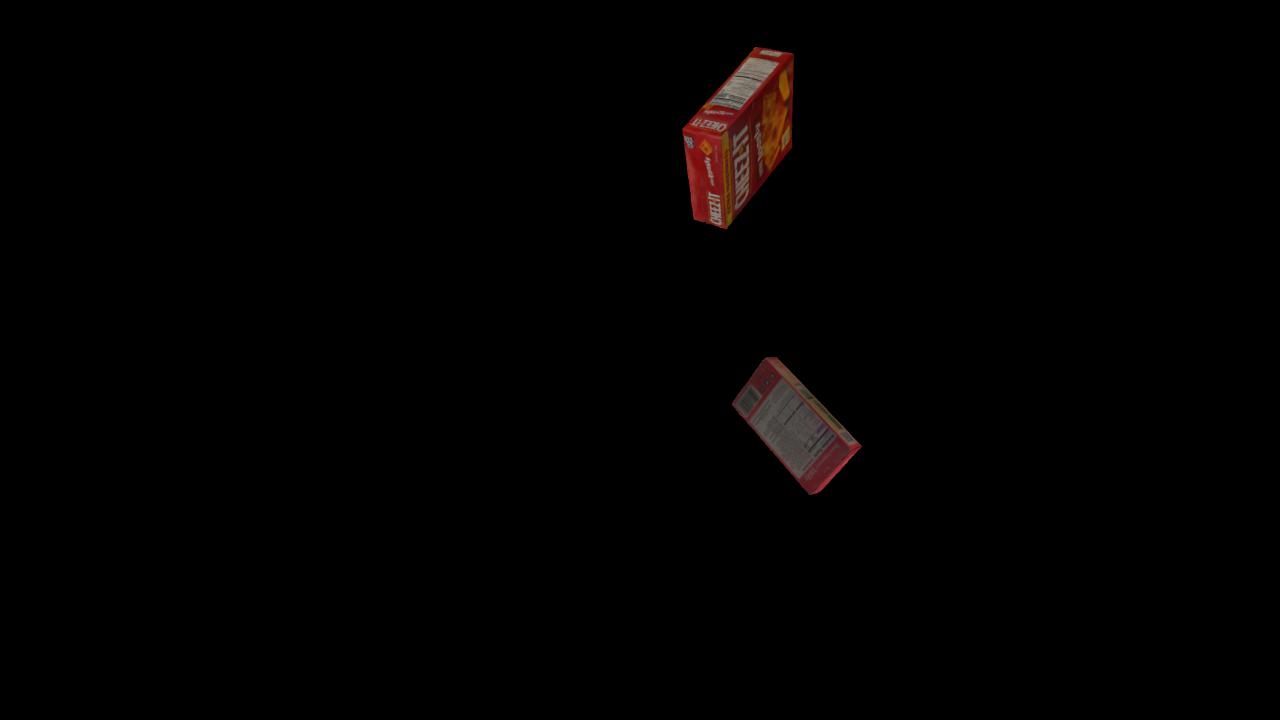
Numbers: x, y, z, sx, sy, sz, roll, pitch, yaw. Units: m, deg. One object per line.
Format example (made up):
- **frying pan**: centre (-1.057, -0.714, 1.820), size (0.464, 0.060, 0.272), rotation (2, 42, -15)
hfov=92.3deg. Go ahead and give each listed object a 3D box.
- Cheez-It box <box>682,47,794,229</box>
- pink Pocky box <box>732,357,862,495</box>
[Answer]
- **Cheez-It box**: centre (0.153, -0.334, 0.927), size (0.071, 0.223, 0.166), rotation (24, -28, 27)
- **pink Pocky box**: centre (0.186, 0.078, 0.749), size (0.029, 0.084, 0.155), rotation (-5, 45, -42)
